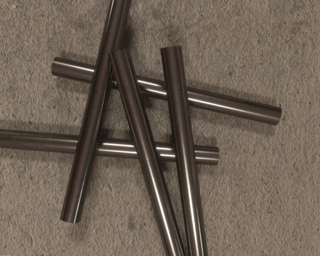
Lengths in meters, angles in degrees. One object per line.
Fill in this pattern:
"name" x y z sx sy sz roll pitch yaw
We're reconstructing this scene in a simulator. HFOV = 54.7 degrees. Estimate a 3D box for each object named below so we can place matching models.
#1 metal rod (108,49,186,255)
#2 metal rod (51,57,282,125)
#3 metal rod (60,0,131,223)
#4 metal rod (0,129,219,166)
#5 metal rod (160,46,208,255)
"metal rod" -0.010 0.052 0.387 0.025 0.025 0.298 -15 99 0
"metal rod" 0.009 -0.048 0.410 0.302 0.025 0.025 13 90 -1
"metal rod" -0.077 -0.033 0.382 0.025 0.025 0.298 13 90 -1
"metal rod" -0.075 0.025 0.409 0.302 0.025 0.025 5 90 -1
"metal rod" 0.034 0.051 0.387 0.025 0.025 0.298 -8 100 0
